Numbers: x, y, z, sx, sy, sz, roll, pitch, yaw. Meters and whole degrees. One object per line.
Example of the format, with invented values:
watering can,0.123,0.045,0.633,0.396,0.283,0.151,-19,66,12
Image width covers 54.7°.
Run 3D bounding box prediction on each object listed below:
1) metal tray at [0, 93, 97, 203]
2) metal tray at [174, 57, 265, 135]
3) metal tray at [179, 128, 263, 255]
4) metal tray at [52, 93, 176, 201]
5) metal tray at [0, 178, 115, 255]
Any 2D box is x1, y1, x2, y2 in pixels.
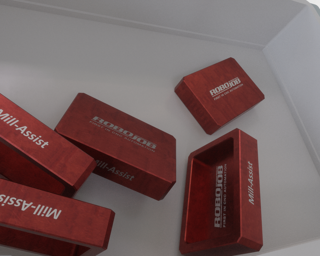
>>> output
metal tray,-0.129,0.021,0.281,0.130,0.090,0.030,36,52,-5
metal tray,0.097,-0.054,0.487,0.131,0.030,0.090,-28,77,-37
metal tray,0.067,0.074,0.349,0.030,0.090,0.130,29,50,-24
metal tray,-0.046,0.018,0.345,0.131,0.030,0.090,26,28,-12
metal tray,-0.114,0.077,0.255,0.131,0.090,0.030,21,54,-16
